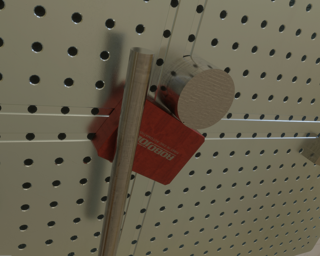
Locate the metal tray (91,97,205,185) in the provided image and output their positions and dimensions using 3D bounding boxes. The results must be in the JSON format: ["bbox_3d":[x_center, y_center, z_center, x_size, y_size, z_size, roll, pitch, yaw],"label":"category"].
[{"bbox_3d":[-0.011,0.017,0.412,0.130,0.030,0.090,31,101,-38],"label":"metal tray"}]

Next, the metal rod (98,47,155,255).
[{"bbox_3d":[-0.047,0.052,0.378,0.025,0.025,0.298,-2,120,-28],"label":"metal rod"}]

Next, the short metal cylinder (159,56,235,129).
[{"bbox_3d":[0.046,-0.045,0.392,0.081,0.050,0.079,-14,124,-21],"label":"short metal cylinder"}]

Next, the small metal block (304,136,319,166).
[{"bbox_3d":[0.327,0.049,0.620,0.050,0.025,0.050,18,109,-35],"label":"small metal block"}]
